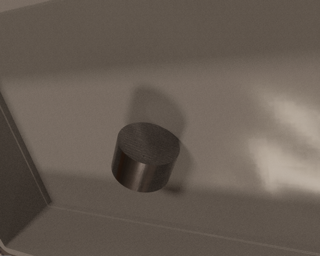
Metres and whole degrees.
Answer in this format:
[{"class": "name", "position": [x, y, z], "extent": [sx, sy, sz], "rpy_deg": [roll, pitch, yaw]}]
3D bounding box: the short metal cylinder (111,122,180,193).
[{"class": "short metal cylinder", "position": [-0.020, 0.037, 0.405], "extent": [0.080, 0.080, 0.050], "rpy_deg": [26, 127, 11]}]
